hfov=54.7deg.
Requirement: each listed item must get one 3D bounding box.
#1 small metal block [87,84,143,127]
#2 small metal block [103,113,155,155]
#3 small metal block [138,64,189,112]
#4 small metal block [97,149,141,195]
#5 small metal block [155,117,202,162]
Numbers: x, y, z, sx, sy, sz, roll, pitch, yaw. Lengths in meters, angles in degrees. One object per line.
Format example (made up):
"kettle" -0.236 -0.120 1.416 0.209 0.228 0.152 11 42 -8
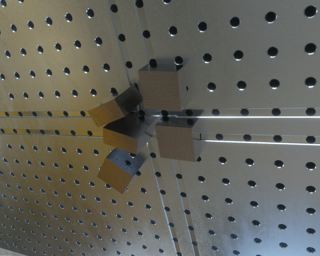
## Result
"small metal block" -0.057 -0.030 0.405 0.050 0.050 0.025 -19 109 35
"small metal block" -0.042 0.005 0.419 0.050 0.050 0.025 17 125 18
"small metal block" 0.005 -0.050 0.377 0.050 0.025 0.050 6 121 24
"small metal block" -0.065 0.069 0.486 0.050 0.025 0.050 34 129 5
"small metal block" 0.025 0.014 0.406 0.050 0.025 0.050 5 121 25
